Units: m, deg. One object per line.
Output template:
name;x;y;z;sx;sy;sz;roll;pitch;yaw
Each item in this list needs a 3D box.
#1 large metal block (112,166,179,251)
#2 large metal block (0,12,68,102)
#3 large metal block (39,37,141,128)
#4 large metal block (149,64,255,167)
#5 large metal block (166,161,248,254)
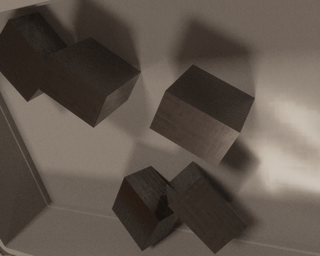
large metal block;-0.020;0.117;0.455;0.080;0.050;0.079;46;133;27
large metal block;-0.174;-0.096;0.423;0.080;0.050;0.080;-32;101;38
large metal block;-0.083;-0.059;0.379;0.080;0.080;0.050;35;129;4
large metal block;0.048;-0.017;0.337;0.080;0.080;0.050;31;128;8
large metal block;0.055;0.096;0.394;0.050;0.080;0.080;-43;95;4
